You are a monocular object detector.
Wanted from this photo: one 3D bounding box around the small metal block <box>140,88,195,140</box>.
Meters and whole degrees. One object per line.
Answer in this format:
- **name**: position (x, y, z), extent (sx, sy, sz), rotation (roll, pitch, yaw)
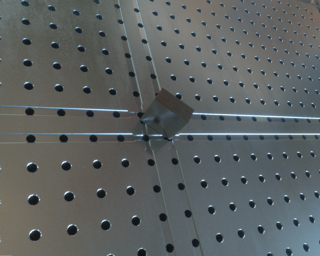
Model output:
- **small metal block**: position (0.009, -0.017, 0.409), extent (0.050, 0.050, 0.025), rotation (35, 51, -6)
